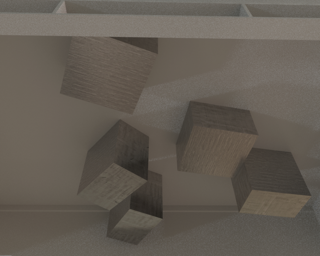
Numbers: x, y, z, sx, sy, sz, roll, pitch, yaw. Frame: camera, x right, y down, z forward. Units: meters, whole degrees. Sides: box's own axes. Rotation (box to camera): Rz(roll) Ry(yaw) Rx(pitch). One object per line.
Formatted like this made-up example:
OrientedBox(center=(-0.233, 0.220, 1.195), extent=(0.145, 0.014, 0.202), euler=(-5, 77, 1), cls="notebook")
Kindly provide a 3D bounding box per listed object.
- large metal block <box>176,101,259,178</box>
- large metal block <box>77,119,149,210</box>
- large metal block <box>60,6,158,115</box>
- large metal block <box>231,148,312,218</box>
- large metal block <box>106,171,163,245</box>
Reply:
OrientedBox(center=(0.070, 0.017, 0.408), extent=(0.081, 0.050, 0.079), euler=(9, 130, -8), cls="large metal block")
OrientedBox(center=(-0.060, 0.049, 0.414), extent=(0.050, 0.080, 0.080), euler=(33, 122, -25), cls="large metal block")
OrientedBox(center=(-0.054, -0.070, 0.332), extent=(0.081, 0.050, 0.079), euler=(16, 128, -14), cls="large metal block")
OrientedBox(center=(0.151, 0.075, 0.440), extent=(0.081, 0.080, 0.050), euler=(7, 130, -7), cls="large metal block")
OrientedBox(center=(-0.038, 0.117, 0.473), extent=(0.050, 0.080, 0.080), euler=(23, 126, -19), cls="large metal block")
